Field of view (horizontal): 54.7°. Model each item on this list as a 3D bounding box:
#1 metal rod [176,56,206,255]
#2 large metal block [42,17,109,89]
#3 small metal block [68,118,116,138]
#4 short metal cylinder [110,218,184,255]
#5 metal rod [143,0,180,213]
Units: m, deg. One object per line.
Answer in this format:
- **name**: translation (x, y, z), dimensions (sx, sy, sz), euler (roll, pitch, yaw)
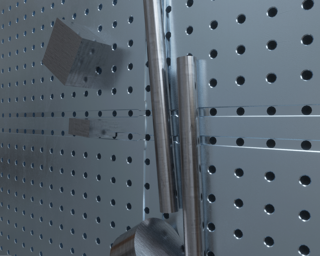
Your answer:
- **metal rod**: translation (0.038, 0.063, 0.375), dimensions (0.025, 0.025, 0.298), euler (-4, 87, 39)
- **large metal block**: translation (-0.140, -0.121, 0.506), dimensions (0.080, 0.050, 0.079), euler (42, 115, 32)
- **small metal block**: translation (-0.104, -0.001, 0.476), dimensions (0.050, 0.050, 0.025), euler (7, 94, 39)
- **short metal cylinder**: translation (-0.014, 0.159, 0.384), dimensions (0.050, 0.081, 0.080), euler (-41, 66, 32)
- **metal rod**: translation (0.000, -0.042, 0.407), dimensions (0.025, 0.025, 0.298), euler (-8, 85, 39)
